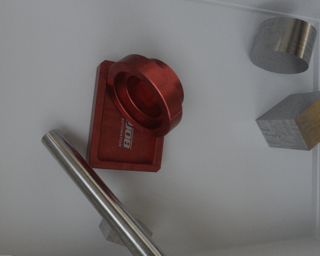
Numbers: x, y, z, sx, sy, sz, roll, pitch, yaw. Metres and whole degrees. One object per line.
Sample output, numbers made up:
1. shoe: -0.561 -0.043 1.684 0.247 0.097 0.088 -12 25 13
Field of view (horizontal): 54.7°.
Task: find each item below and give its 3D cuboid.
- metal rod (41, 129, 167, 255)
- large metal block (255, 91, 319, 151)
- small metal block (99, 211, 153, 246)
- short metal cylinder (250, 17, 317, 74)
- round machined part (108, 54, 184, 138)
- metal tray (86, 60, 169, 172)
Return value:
1. metal rod: -0.028 0.113 0.324 0.025 0.025 0.300 -40 73 -16
2. large metal block: 0.206 -0.012 0.459 0.080 0.080 0.050 -34 101 -17
3. small metal block: -0.043 0.126 0.382 0.050 0.050 0.025 27 81 -19
4. short metal cylinder: 0.178 -0.117 0.449 0.081 0.080 0.050 19 84 -20
5. round machined part: -0.011 -0.040 0.356 0.042 0.098 0.098 -40 104 -30
6. metal tray: -0.040 -0.013 0.393 0.091 0.030 0.129 7 88 -20
